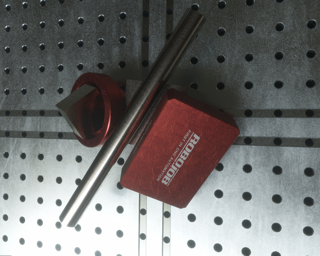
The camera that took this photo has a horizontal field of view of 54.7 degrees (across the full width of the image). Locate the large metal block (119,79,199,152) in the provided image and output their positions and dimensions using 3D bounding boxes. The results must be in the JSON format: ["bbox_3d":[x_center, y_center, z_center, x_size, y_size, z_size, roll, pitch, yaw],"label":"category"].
[{"bbox_3d":[-0.001,-0.015,0.398,0.080,0.050,0.079,10,93,19],"label":"large metal block"}]

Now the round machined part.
[{"bbox_3d":[-0.079,-0.024,0.416,0.098,0.042,0.097,4,95,44],"label":"round machined part"}]

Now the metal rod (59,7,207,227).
[{"bbox_3d":[-0.039,-0.004,0.372,0.025,0.025,0.299,36,101,16],"label":"metal rod"}]

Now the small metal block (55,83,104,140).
[{"bbox_3d":[-0.098,-0.022,0.403,0.050,0.050,0.025,-42,43,-21],"label":"small metal block"}]

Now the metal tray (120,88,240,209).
[{"bbox_3d":[0.020,0.029,0.366,0.090,0.030,0.129,24,115,-14],"label":"metal tray"}]
